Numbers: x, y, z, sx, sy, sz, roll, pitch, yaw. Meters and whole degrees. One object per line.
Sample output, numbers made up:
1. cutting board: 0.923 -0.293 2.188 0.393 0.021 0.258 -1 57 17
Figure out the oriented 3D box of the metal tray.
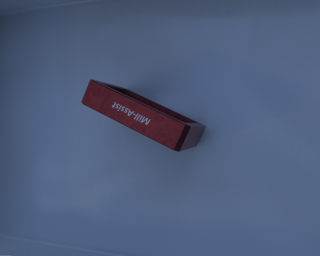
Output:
1. metal tray: -0.017 -0.016 0.377 0.130 0.090 0.030 26 99 17
